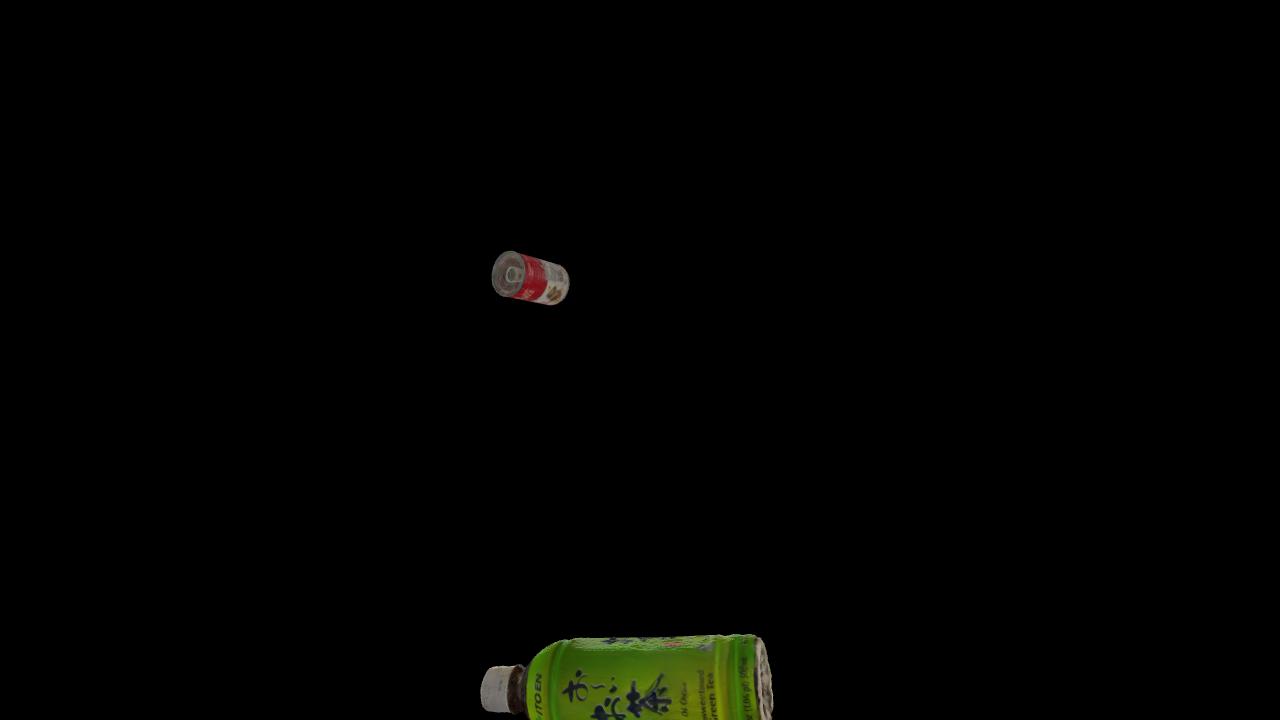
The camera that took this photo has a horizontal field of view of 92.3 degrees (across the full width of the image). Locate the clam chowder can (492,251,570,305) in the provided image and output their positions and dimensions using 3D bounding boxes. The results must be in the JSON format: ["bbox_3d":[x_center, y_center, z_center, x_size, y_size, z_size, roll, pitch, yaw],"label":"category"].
[{"bbox_3d":[-0.163,-0.122,0.928,0.068,0.068,0.102,0,-3,34],"label":"clam chowder can"}]

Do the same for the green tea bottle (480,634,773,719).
[{"bbox_3d":[-0.014,0.238,0.444,0.212,0.073,0.073,-10,-2,14],"label":"green tea bottle"}]
